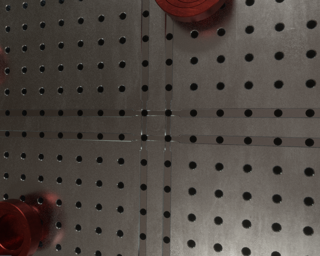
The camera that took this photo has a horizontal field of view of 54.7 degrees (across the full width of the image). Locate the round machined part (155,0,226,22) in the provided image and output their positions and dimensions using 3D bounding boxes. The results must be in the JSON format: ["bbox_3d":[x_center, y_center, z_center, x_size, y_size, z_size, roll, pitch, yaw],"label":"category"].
[{"bbox_3d":[0.041,-0.181,0.388,0.098,0.042,0.097,0,90,19],"label":"round machined part"}]

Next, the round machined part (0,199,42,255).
[{"bbox_3d":[-0.225,0.158,0.481,0.098,0.042,0.097,0,90,19],"label":"round machined part"}]
